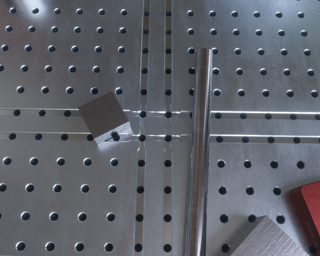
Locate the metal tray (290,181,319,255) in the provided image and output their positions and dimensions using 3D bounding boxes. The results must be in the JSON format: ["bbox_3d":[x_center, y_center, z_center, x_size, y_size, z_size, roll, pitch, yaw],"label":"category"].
[{"bbox_3d":[0.226,0.123,0.367,0.091,0.030,0.130,-14,71,-6],"label":"metal tray"}]

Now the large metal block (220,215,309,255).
[{"bbox_3d":[0.116,0.157,0.343,0.080,0.050,0.080,-42,76,-14],"label":"large metal block"}]

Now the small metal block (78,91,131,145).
[{"bbox_3d":[-0.074,-0.014,0.416,0.050,0.025,0.050,-28,73,-10],"label":"small metal block"}]

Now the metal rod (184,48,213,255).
[{"bbox_3d":[0.051,0.030,0.401,0.025,0.025,0.299,5,70,1],"label":"metal rod"}]
